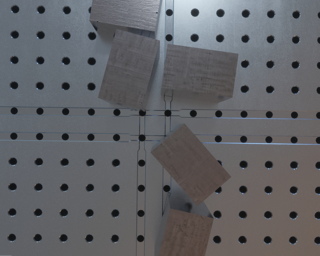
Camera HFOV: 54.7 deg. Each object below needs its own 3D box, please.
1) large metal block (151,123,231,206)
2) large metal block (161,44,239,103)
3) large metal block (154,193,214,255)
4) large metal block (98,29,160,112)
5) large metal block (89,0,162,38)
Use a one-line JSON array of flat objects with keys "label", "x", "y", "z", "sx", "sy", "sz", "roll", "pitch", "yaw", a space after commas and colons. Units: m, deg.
[{"label": "large metal block", "x": 0.035, "y": 0.041, "z": 0.386, "sx": 0.050, "sy": 0.080, "sz": 0.080, "roll": -41, "pitch": 91, "yaw": 0}, {"label": "large metal block", "x": 0.045, "y": -0.064, "z": 0.386, "sx": 0.081, "sy": 0.080, "sz": 0.050, "roll": 8, "pitch": 90, "yaw": -1}, {"label": "large metal block", "x": 0.026, "y": 0.134, "z": 0.386, "sx": 0.050, "sy": 0.080, "sz": 0.080, "roll": 13, "pitch": 90, "yaw": 0}, {"label": "large metal block", "x": -0.035, "y": -0.066, "z": 0.385, "sx": 0.050, "sy": 0.080, "sz": 0.080, "roll": 15, "pitch": 90, "yaw": 0}, {"label": "large metal block", "x": -0.040, "y": -0.163, "z": 0.400, "sx": 0.080, "sy": 0.050, "sz": 0.080, "roll": 9, "pitch": 90, "yaw": -1}]
